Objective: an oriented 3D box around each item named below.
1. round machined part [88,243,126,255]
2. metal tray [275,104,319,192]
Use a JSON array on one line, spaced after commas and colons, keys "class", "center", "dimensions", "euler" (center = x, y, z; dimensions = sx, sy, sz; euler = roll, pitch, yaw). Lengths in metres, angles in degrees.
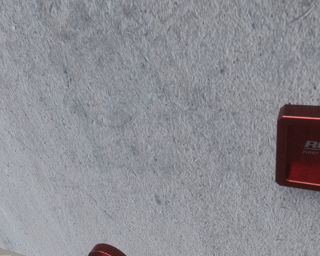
[{"class": "round machined part", "center": [-0.106, 0.286, 0.629], "dimensions": [0.098, 0.042, 0.097], "euler": [13, 124, 21]}, {"class": "metal tray", "center": [0.190, 0.025, 0.318], "dimensions": [0.130, 0.030, 0.089], "euler": [5, 121, 25]}]
